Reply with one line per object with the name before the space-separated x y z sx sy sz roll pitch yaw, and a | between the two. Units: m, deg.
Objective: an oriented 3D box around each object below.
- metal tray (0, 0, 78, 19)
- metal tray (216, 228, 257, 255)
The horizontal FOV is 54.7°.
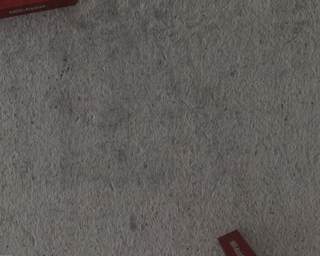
metal tray | -0.183 -0.199 0.405 0.131 0.030 0.089 -11 90 0
metal tray | 0.111 0.185 0.371 0.030 0.130 0.090 -26 90 0
